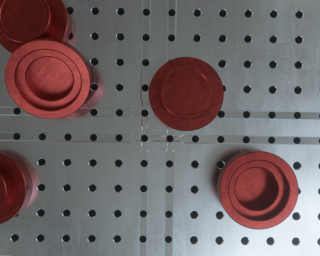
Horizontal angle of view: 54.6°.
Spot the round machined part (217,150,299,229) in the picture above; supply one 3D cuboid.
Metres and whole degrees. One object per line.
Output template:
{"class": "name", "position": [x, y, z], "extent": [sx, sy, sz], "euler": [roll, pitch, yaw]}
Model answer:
{"class": "round machined part", "position": [0.124, 0.077, 0.406], "extent": [0.099, 0.042, 0.097], "euler": [0, 90, 0]}

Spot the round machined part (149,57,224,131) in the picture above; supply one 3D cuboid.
{"class": "round machined part", "position": [0.035, -0.044, 0.405], "extent": [0.099, 0.042, 0.097], "euler": [0, 90, 0]}

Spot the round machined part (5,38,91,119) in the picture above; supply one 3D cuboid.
{"class": "round machined part", "position": [-0.138, -0.064, 0.392], "extent": [0.099, 0.042, 0.097], "euler": [-4, 112, -10]}

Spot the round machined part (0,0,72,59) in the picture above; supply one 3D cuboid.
{"class": "round machined part", "position": [-0.170, -0.140, 0.404], "extent": [0.099, 0.042, 0.097], "euler": [0, 90, 0]}

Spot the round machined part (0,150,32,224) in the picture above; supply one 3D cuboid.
{"class": "round machined part", "position": [-0.224, 0.079, 0.404], "extent": [0.099, 0.042, 0.097], "euler": [0, 90, 0]}
